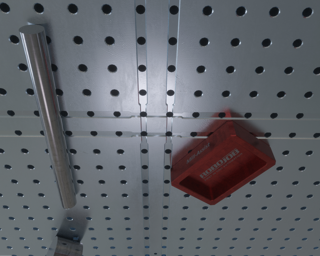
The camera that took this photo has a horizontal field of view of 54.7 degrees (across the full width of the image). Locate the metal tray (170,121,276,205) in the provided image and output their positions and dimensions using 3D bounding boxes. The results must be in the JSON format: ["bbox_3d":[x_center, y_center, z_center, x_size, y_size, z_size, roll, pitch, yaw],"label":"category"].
[{"bbox_3d":[0.089,0.057,0.457,0.090,0.030,0.129,31,124,-24],"label":"metal tray"}]

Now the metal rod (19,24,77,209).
[{"bbox_3d":[-0.142,0.010,0.418,0.025,0.025,0.298,2,130,-2],"label":"metal rod"}]

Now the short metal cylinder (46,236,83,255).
[{"bbox_3d":[-0.187,0.253,0.589,0.050,0.080,0.080,24,126,-19],"label":"short metal cylinder"}]
